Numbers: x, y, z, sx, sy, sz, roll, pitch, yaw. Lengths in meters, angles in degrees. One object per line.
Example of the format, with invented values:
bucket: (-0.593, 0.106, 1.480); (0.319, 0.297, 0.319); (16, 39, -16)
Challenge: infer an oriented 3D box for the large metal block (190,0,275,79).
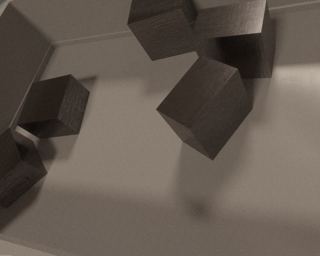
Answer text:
large metal block: (0.094, -0.105, 0.385); (0.080, 0.080, 0.050); (2, 63, 29)

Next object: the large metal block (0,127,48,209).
large metal block: (-0.231, 0.060, 0.471); (0.080, 0.050, 0.080); (-41, 51, -1)

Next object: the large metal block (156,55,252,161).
large metal block: (0.054, -0.021, 0.354); (0.050, 0.080, 0.080); (33, 80, 38)

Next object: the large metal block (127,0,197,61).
large metal block: (0.010, -0.152, 0.457); (0.080, 0.080, 0.050); (-8, 59, 24)

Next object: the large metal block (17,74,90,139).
large metal block: (-0.168, -0.033, 0.495); (0.080, 0.050, 0.080); (-7, 59, 24)
